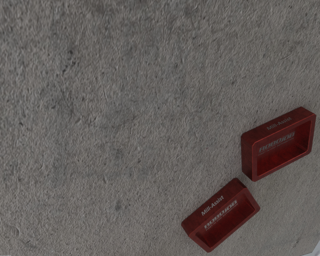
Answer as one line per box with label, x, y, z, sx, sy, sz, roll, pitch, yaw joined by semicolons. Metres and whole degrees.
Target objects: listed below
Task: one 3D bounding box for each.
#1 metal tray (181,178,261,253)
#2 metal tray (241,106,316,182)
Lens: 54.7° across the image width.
metal tray;0.113;0.161;0.564;0.130;0.030;0.090;-40;130;-1
metal tray;0.202;0.028;0.530;0.131;0.030;0.089;-23;127;-14
